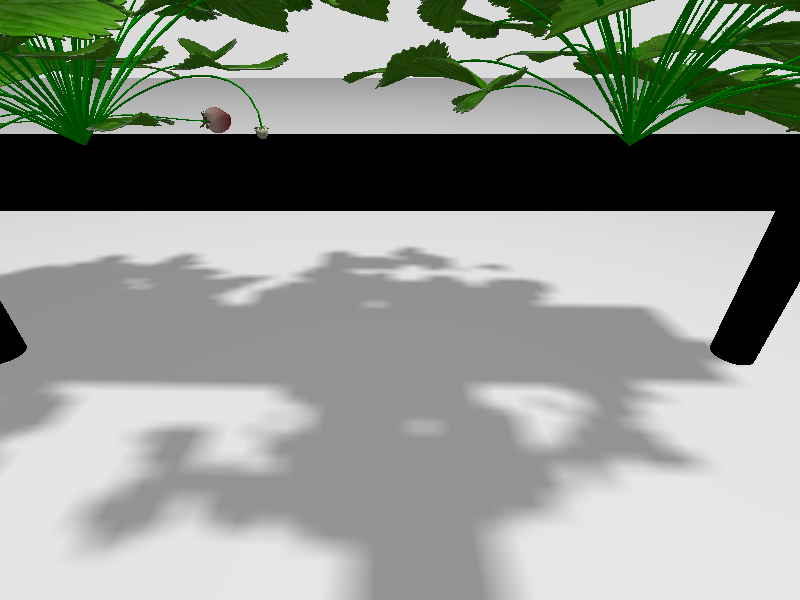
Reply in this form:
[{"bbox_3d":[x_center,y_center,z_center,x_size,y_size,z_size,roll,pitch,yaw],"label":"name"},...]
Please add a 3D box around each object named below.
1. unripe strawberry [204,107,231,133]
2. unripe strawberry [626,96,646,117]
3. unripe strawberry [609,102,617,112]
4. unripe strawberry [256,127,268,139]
[{"bbox_3d":[-0.177,-0.176,0.391,0.024,0.023,0.022,-24,38,-36],"label":"unripe strawberry"},{"bbox_3d":[0.291,-0.236,0.490,0.027,0.024,0.025,15,23,24],"label":"unripe strawberry"},{"bbox_3d":[0.260,-0.235,0.488,0.011,0.012,0.011,11,32,17],"label":"unripe strawberry"},{"bbox_3d":[-0.114,-0.138,0.332,0.010,0.010,0.009,-1,30,-2],"label":"unripe strawberry"}]
